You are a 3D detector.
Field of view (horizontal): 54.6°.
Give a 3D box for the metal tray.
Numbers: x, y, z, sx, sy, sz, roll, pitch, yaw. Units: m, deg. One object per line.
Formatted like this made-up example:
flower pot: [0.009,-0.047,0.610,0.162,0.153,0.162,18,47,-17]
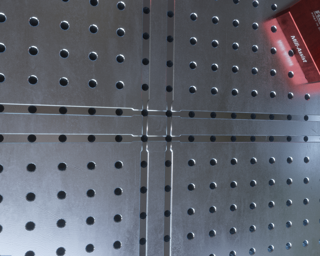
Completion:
metal tray: [0.255,-0.150,0.503,0.090,0.030,0.130,-36,102,-17]
